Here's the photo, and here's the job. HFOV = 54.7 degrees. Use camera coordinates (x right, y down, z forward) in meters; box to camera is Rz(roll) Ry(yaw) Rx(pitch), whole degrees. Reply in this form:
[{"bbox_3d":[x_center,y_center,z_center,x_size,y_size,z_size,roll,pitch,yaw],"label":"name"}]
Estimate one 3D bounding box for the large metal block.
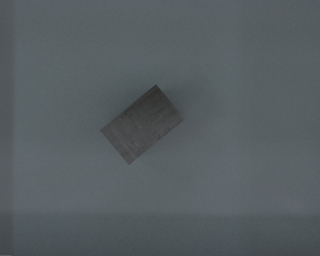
[{"bbox_3d":[-0.019,-0.004,0.381,0.080,0.080,0.050,-40,90,0],"label":"large metal block"}]
